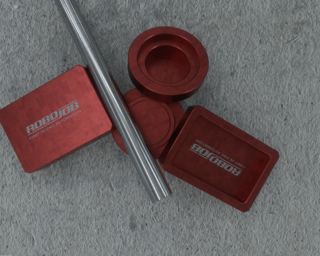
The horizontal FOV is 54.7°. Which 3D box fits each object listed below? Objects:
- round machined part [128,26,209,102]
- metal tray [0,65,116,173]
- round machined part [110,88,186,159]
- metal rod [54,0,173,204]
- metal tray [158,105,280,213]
[{"bbox_3d":[0.008,-0.076,0.392,0.099,0.042,0.098,3,68,-6],"label":"round machined part"},{"bbox_3d":[-0.130,-0.010,0.397,0.130,0.030,0.090,-28,87,8],"label":"metal tray"},{"bbox_3d":[-0.015,-0.007,0.403,0.099,0.042,0.097,0,90,0],"label":"round machined part"},{"bbox_3d":[-0.064,-0.051,0.377,0.025,0.025,0.299,-27,77,0],"label":"metal rod"},{"bbox_3d":[0.075,0.039,0.398,0.131,0.030,0.090,29,90,-11],"label":"metal tray"}]
